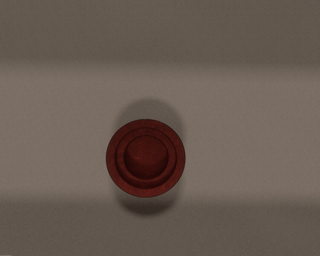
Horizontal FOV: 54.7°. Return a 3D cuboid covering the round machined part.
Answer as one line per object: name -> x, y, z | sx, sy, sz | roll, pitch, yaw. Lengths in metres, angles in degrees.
round machined part -> -0.018, 0.037, 0.403 | 0.099, 0.042, 0.097 | 0, 90, -1
